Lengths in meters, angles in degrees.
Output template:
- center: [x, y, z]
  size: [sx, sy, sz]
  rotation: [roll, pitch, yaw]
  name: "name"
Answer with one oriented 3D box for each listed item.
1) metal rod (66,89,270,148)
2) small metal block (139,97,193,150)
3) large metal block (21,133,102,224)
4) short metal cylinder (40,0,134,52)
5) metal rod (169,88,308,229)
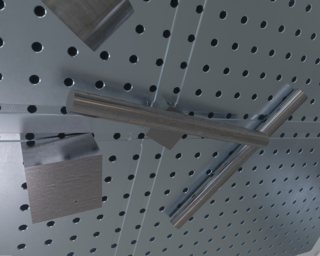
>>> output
- center: [0.034, -0.004, 0.394]
  size: [0.302, 0.025, 0.025]
  rotation: [10, 113, -33]
  name: "metal rod"
- center: [0.008, -0.005, 0.413]
  size: [0.050, 0.025, 0.050]
  rotation: [34, 99, -39]
  name: "small metal block"
- center: [-0.115, 0.057, 0.368]
  size: [0.081, 0.050, 0.079]
  rotation: [-8, 122, -24]
  name: "large metal block"
- center: [-0.069, -0.113, 0.268]
  size: [0.050, 0.080, 0.080]
  rotation: [-45, 129, 3]
  name: "short metal cylinder"
- center: [0.127, 0.053, 0.513]
  size: [0.300, 0.025, 0.025]
  rotation: [-47, 129, 4]
  name: "metal rod"
